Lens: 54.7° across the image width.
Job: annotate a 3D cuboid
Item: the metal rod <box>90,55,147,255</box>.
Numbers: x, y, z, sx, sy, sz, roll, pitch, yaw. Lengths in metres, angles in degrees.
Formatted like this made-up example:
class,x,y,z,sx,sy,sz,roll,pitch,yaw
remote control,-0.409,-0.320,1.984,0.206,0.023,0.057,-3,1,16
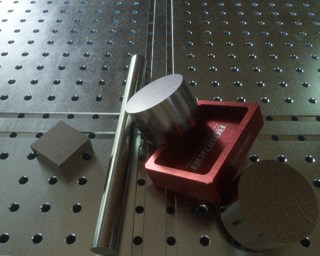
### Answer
class,x,y,z,sx,sy,sz,roll,pitch,yaw
metal rod,-0.045,0.007,0.401,0.025,0.025,0.300,3,50,3

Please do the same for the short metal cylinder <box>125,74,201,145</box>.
class,x,y,z,sx,sy,sz,roll,pitch,yaw
short metal cylinder,0.004,-0.024,0.387,0.080,0.050,0.080,-26,26,14

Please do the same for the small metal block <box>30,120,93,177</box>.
class,x,y,z,sx,sy,sz,roll,pitch,yaw
small metal block,-0.121,0.025,0.386,0.050,0.025,0.050,28,55,21

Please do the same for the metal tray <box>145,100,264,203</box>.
class,x,y,z,sx,sy,sz,roll,pitch,yaw
metal tray,0.054,0.019,0.365,0.090,0.030,0.131,7,45,40

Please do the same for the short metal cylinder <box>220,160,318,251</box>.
class,x,y,z,sx,sy,sz,roll,pitch,yaw
short metal cylinder,0.108,0.079,0.314,0.081,0.050,0.080,5,60,-9
